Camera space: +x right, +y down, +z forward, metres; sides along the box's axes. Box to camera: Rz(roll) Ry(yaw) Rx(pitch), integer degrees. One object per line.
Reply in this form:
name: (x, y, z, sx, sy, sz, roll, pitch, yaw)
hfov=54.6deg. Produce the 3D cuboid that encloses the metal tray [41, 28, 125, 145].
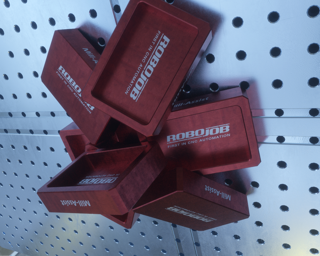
metal tray: (-0.099, -0.054, 0.406, 0.130, 0.030, 0.090, 48, 131, 14)

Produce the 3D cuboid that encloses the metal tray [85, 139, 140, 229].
metal tray: (-0.066, 0.081, 0.454, 0.090, 0.030, 0.129, 24, 127, 13)

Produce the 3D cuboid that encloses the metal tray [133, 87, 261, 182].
metal tray: (0.045, 0.011, 0.368, 0.130, 0.030, 0.090, -12, 113, 14)

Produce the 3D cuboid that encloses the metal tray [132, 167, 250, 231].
metal tray: (0.041, 0.098, 0.404, 0.131, 0.030, 0.090, 27, 138, -33)

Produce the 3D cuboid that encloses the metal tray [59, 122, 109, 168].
metal tray: (-0.094, 0.052, 0.491, 0.090, 0.030, 0.129, -5, 116, 29)

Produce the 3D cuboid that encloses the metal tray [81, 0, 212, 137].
metal tray: (-0.014, -0.066, 0.331, 0.090, 0.030, 0.130, 30, 95, 9)

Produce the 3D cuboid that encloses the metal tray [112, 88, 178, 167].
metal tray: (-0.022, 0.006, 0.423, 0.090, 0.030, 0.129, -6, 114, 28)

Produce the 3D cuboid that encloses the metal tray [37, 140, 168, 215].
metal tray: (-0.067, 0.057, 0.356, 0.130, 0.090, 0.030, -10, 113, 37)
